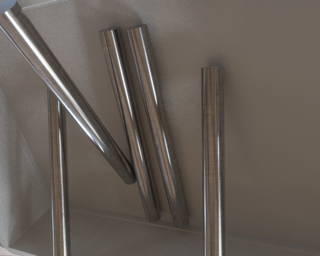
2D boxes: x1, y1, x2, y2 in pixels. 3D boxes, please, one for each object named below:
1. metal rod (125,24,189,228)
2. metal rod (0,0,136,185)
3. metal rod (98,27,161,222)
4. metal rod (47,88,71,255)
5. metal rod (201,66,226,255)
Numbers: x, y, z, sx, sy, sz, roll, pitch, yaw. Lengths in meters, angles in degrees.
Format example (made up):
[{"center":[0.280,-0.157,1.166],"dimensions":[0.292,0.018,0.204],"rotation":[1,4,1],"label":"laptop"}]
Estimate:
[{"center":[0.003,0.016,0.416],"dimensions":[0.025,0.025,0.298],"rotation":[1,119,27],"label":"metal rod"},{"center":[-0.088,-0.012,0.371],"dimensions":[0.025,0.025,0.299],"rotation":[6,146,25],"label":"metal rod"},{"center":[-0.036,0.013,0.435],"dimensions":[0.025,0.025,0.298],"rotation":[3,120,26],"label":"metal rod"},{"center":[-0.149,0.086,0.459],"dimensions":[0.025,0.025,0.298],"rotation":[0,93,28],"label":"metal rod"},{"center":[0.061,0.083,0.349],"dimensions":[0.025,0.025,0.298],"rotation":[1,94,28],"label":"metal rod"}]
